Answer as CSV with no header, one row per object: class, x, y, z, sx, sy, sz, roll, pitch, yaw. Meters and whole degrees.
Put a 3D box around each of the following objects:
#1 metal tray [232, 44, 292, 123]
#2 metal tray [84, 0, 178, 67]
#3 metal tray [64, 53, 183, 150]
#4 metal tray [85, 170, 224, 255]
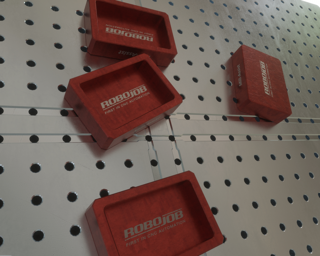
metal tray,0.178,-0.079,0.548,0.091,0.030,0.130,16,55,-19
metal tray,-0.044,-0.145,0.469,0.131,0.030,0.090,4,60,-26
metal tray,-0.043,-0.040,0.405,0.131,0.030,0.090,-30,79,-38
metal tray,-0.003,0.106,0.337,0.131,0.030,0.090,-11,68,-33
